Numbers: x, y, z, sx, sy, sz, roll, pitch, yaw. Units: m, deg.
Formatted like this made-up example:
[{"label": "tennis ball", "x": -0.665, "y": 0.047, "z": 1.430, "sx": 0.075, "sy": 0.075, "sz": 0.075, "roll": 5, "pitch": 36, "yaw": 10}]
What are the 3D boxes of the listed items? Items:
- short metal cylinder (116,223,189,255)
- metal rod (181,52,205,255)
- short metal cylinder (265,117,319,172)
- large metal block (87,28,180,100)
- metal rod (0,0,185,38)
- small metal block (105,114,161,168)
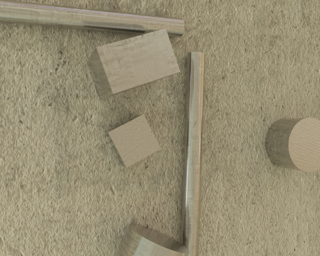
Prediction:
[{"label": "short metal cylinder", "x": -0.011, "y": 0.157, "z": 0.376, "sx": 0.080, "sy": 0.080, "sz": 0.050, "roll": 26, "pitch": 82, "yaw": -18}, {"label": "metal rod", "x": 0.045, "y": 0.047, "z": 0.425, "sx": 0.025, "sy": 0.025, "sz": 0.298, "roll": 2, "pitch": 89, "yaw": -20}, {"label": "short metal cylinder", "x": 0.210, "y": 0.024, "z": 0.474, "sx": 0.081, "sy": 0.050, "sz": 0.080, "roll": 0, "pitch": 90, "yaw": -20}, {"label": "large metal block", "x": -0.035, "y": -0.073, "z": 0.367, "sx": 0.081, "sy": 0.080, "sz": 0.050, "roll": -21, "pitch": 98, "yaw": -19}, {"label": "metal rod", "x": -0.114, "y": -0.131, "z": 0.366, "sx": 0.303, "sy": 0.025, "sz": 0.025, "roll": -2, "pitch": 91, "yaw": -20}, {"label": "small metal block", "x": -0.035, "y": 0.016, "z": 0.396, "sx": 0.050, "sy": 0.025, "sz": 0.050, "roll": -29, "pitch": 100, "yaw": -18}]
